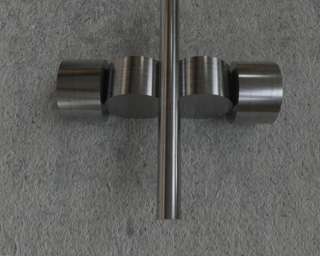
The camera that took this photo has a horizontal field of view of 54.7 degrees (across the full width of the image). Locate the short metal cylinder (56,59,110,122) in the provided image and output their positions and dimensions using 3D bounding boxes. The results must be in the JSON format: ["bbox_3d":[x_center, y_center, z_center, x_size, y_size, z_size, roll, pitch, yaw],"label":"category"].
[{"bbox_3d":[-0.094,-0.047,0.397,0.050,0.080,0.080,1,70,0],"label":"short metal cylinder"}]

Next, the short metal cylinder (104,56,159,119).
[{"bbox_3d":[-0.029,-0.049,0.398,0.080,0.080,0.050,1,70,0],"label":"short metal cylinder"}]

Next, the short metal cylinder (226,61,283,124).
[{"bbox_3d":[0.117,-0.045,0.398,0.050,0.080,0.080,1,70,0],"label":"short metal cylinder"}]

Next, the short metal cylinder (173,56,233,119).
[{"bbox_3d":[0.051,-0.049,0.398,0.080,0.080,0.050,1,70,0],"label":"short metal cylinder"}]

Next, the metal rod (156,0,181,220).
[{"bbox_3d":[0.011,-0.048,0.362,0.025,0.025,0.299,1,70,0],"label":"metal rod"}]
